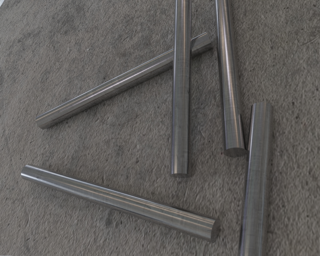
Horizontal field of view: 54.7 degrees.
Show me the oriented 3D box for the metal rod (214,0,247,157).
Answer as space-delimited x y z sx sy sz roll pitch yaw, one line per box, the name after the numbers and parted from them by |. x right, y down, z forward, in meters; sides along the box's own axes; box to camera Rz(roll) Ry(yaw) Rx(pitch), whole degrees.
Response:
0.090 -0.102 0.418 0.025 0.025 0.299 -11 57 22 | metal rod

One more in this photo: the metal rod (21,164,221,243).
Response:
-0.071 0.085 0.389 0.300 0.025 0.025 8 66 31 | metal rod

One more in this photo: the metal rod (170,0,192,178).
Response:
0.030 -0.084 0.413 0.025 0.025 0.299 -8 66 24 | metal rod

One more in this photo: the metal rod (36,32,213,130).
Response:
-0.063 -0.068 0.478 0.300 0.025 0.025 -24 53 13 | metal rod

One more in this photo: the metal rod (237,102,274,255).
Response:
0.087 0.109 0.291 0.025 0.025 0.300 -1 61 27 | metal rod
